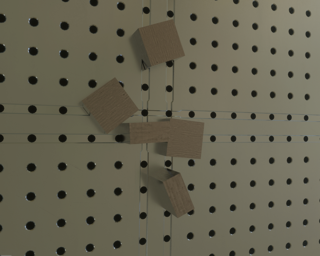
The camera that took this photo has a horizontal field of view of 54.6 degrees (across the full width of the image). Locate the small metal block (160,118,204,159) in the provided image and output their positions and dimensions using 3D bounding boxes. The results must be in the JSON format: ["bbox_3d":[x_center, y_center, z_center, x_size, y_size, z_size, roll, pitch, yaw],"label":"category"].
[{"bbox_3d":[0.030,0.015,0.423,0.050,0.025,0.050,7,88,-20],"label":"small metal block"}]

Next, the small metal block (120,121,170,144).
[{"bbox_3d":[-0.020,0.005,0.392,0.050,0.050,0.025,-3,91,-20],"label":"small metal block"}]

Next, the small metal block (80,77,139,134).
[{"bbox_3d":[-0.064,-0.027,0.389,0.050,0.025,0.050,-39,103,-16],"label":"small metal block"}]

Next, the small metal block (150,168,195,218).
[{"bbox_3d":[0.015,0.083,0.405,0.025,0.050,0.050,-25,98,-18],"label":"small metal block"}]

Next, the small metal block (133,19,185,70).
[{"bbox_3d":[-0.001,-0.111,0.412,0.050,0.025,0.050,-22,97,-19],"label":"small metal block"}]
